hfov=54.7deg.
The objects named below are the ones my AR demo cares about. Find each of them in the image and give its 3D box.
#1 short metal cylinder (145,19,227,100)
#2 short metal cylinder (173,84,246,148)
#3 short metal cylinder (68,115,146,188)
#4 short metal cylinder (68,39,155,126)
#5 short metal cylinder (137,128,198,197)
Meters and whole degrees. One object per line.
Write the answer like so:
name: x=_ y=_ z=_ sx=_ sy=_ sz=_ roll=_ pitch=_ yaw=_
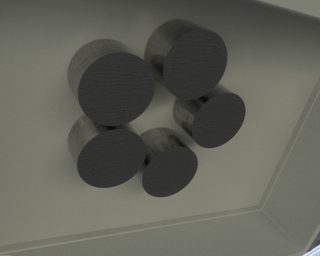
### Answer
short metal cylinder: x=0.029 y=-0.079 z=0.357 sx=0.081 sy=0.050 sz=0.079 roll=-14 pitch=124 yaw=-21
short metal cylinder: x=0.065 y=-0.020 z=0.413 sx=0.081 sy=0.050 sz=0.079 roll=-14 pitch=124 yaw=-21
short metal cylinder: x=-0.064 y=0.024 z=0.370 sx=0.081 sy=0.050 sz=0.079 roll=-14 pitch=124 yaw=-21
short metal cylinder: x=-0.052 y=-0.049 z=0.331 sx=0.081 sy=0.050 sz=0.079 roll=-14 pitch=124 yaw=-21
short metal cylinder: x=0.004 y=0.046 z=0.420 sx=0.081 sy=0.050 sz=0.079 roll=-14 pitch=124 yaw=-21
